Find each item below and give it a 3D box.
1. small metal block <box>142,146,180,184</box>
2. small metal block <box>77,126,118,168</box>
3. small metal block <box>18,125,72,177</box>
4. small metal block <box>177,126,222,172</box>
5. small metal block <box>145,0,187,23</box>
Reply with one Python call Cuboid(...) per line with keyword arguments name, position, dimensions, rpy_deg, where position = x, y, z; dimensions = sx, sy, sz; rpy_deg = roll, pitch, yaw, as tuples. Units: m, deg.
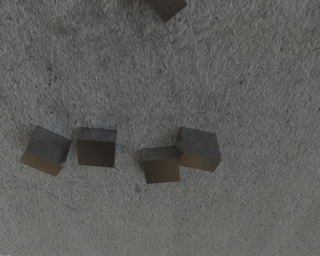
Cuboid(name="small metal block", position=(0.002, 0.054, 0.453), dimensions=(0.050, 0.025, 0.050), rpy_deg=(-5, 130, 4))
Cuboid(name="small metal block", position=(-0.087, 0.027, 0.429), dimensions=(0.050, 0.025, 0.050), rpy_deg=(6, 130, -5))
Cuboid(name="small metal block", position=(-0.152, 0.030, 0.415), dimensions=(0.050, 0.050, 0.025), rpy_deg=(29, 124, -22))
Cuboid(name="small metal block", position=(0.051, 0.028, 0.415), dimensions=(0.050, 0.050, 0.025), rpy_deg=(12, 129, -10))
Cuboid(name="small metal block", position=(-0.002, -0.131, 0.279), dimensions=(0.025, 0.050, 0.050), rpy_deg=(-33, 123, 25))
